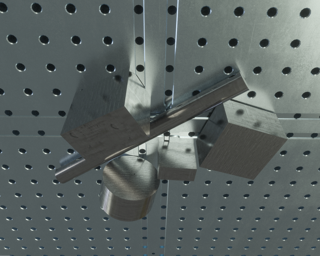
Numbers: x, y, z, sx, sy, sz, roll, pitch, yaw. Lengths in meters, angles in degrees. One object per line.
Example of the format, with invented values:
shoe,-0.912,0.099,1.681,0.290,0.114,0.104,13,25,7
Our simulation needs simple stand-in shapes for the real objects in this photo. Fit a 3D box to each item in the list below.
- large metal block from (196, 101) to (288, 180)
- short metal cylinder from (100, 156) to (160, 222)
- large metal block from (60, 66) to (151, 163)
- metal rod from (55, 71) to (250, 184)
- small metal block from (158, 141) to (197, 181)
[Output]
large metal block,0.103,0.016,0.407,0.081,0.050,0.079,15,129,-13
short metal cylinder,-0.045,0.086,0.448,0.081,0.080,0.050,9,130,-8
large metal block,-0.059,-0.016,0.362,0.080,0.080,0.050,-22,127,17
metal rod,-0.025,0.008,0.418,0.300,0.025,0.025,-27,125,21
small metal block,0.023,0.046,0.435,0.050,0.050,0.025,4,130,-4
